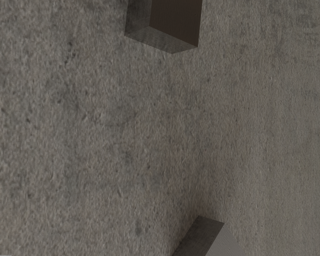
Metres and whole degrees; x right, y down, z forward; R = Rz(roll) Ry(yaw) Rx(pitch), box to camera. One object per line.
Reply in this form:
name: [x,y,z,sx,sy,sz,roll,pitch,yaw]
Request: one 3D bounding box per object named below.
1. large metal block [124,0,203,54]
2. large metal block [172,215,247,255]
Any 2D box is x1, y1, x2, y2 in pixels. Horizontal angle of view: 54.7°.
large metal block: [0.006,-0.149,0.395,0.081,0.050,0.080,10,84,-40]
large metal block: [0.072,0.190,0.452,0.080,0.050,0.080,-49,119,-29]
